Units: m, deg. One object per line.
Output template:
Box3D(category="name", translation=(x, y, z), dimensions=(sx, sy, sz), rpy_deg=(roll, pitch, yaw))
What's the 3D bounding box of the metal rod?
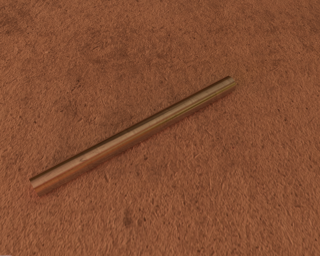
Box3D(category="metal rod", translation=(-0.018, 0.001, 0.405), dimensions=(0.302, 0.025, 0.025), rpy_deg=(-29, 56, -22))
